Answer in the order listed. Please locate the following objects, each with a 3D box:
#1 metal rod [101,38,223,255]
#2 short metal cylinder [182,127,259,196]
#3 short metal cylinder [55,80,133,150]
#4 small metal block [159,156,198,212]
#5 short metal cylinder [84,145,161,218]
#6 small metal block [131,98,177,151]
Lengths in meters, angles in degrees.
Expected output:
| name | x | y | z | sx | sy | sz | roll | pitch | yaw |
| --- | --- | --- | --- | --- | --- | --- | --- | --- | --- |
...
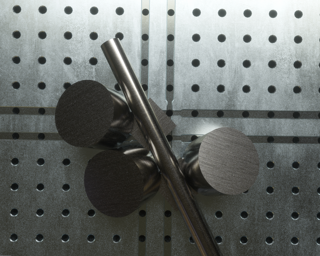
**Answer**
| name | x | y | z | sx | sy | sz | roll | pitch | yaw |
| --- | --- | --- | --- | --- | --- | --- | --- | --- | --- |
| metal rod | 0.002 | 0.029 | 0.384 | 0.025 | 0.025 | 0.299 | -26 | 90 | 0 |
| short metal cylinder | 0.074 | 0.044 | 0.385 | 0.081 | 0.050 | 0.080 | 5 | 74 | -18 |
| short metal cylinder | -0.080 | -0.014 | 0.383 | 0.080 | 0.050 | 0.080 | -3 | 81 | 20 |
| small metal block | 0.024 | 0.073 | 0.410 | 0.050 | 0.025 | 0.050 | -40 | 90 | 0 |
| short metal cylinder | -0.045 | 0.063 | 0.383 | 0.080 | 0.050 | 0.079 | 2 | 95 | 22 |
| small metal block | -0.014 | -0.004 | 0.410 | 0.050 | 0.025 | 0.050 | -43 | 90 | 0 |
